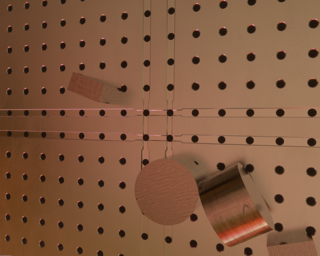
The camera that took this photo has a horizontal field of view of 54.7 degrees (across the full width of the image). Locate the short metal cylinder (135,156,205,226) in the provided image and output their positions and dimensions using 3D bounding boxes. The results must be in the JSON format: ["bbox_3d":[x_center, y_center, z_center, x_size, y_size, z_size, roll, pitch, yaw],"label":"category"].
[{"bbox_3d":[0.015,0.077,0.394,0.080,0.050,0.079,0,90,20],"label":"short metal cylinder"}]

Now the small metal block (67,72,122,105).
[{"bbox_3d":[-0.090,-0.054,0.431,0.050,0.050,0.025,23,98,18],"label":"small metal block"}]

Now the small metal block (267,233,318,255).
[{"bbox_3d":[0.156,0.154,0.357,0.050,0.025,0.050,-16,85,19],"label":"small metal block"}]

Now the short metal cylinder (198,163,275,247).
[{"bbox_3d":[0.087,0.087,0.353,0.050,0.080,0.080,-31,80,17],"label":"short metal cylinder"}]
